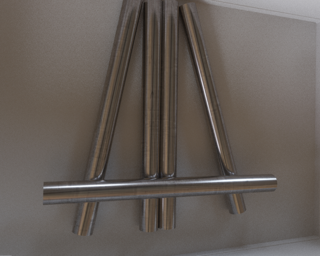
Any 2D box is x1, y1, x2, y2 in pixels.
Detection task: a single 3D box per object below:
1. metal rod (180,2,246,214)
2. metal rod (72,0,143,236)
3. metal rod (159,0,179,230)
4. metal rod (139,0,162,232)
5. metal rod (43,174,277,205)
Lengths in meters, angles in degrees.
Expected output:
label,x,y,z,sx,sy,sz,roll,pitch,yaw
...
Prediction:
label,x,y,z,sx,sy,sz,roll,pitch,yaw
metal rod,0.075,-0.023,0.437,0.025,0.025,0.298,-17,96,-19
metal rod,-0.064,-0.019,0.386,0.025,0.025,0.298,13,86,-20
metal rod,0.011,-0.018,0.413,0.025,0.025,0.298,1,90,-20
metal rod,-0.012,-0.017,0.405,0.025,0.025,0.298,1,90,-20
metal rod,0.016,0.074,0.387,0.302,0.025,0.025,1,90,-20
